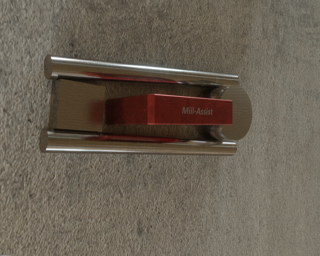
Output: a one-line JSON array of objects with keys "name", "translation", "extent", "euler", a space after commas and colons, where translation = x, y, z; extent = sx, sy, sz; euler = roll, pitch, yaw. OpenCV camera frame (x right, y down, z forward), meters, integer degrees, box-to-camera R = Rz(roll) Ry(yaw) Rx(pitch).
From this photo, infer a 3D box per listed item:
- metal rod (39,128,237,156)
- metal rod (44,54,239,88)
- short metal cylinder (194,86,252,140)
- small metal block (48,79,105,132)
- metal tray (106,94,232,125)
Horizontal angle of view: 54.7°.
[{"name": "metal rod", "translation": [-0.001, 0.023, 0.406], "extent": [0.302, 0.025, 0.025], "euler": [5, 87, -40]}, {"name": "metal rod", "translation": [0.003, -0.069, 0.409], "extent": [0.302, 0.025, 0.025], "euler": [-4, 93, -40]}, {"name": "short metal cylinder", "translation": [0.095, -0.022, 0.469], "extent": [0.081, 0.050, 0.079], "euler": [0, 90, -40]}, {"name": "small metal block", "translation": [-0.089, -0.023, 0.332], "extent": [0.050, 0.025, 0.050], "euler": [5, 87, -40]}, {"name": "metal tray", "translation": [0.013, -0.019, 0.373], "extent": [0.131, 0.090, 0.030], "euler": [0, 90, -40]}]
